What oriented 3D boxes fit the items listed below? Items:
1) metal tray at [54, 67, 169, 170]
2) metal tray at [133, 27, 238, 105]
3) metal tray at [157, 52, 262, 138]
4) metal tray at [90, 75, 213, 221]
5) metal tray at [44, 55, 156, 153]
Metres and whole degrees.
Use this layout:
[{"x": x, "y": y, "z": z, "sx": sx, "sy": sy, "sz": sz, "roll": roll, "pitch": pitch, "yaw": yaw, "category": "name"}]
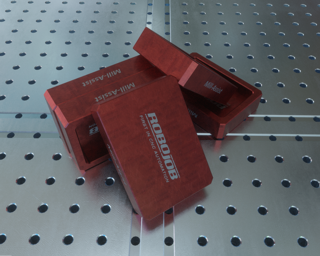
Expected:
[{"x": -0.049, "y": -0.011, "z": 0.372, "sx": 0.131, "sy": 0.089, "sz": 0.030, "roll": -26, "pitch": 55, "yaw": -21, "category": "metal tray"}, {"x": 0.037, "y": -0.076, "z": 0.398, "sx": 0.090, "sy": 0.030, "sz": 0.131, "roll": 43, "pitch": 17, "yaw": 29, "category": "metal tray"}, {"x": 0.066, "y": -0.052, "z": 0.447, "sx": 0.091, "sy": 0.030, "sz": 0.130, "roll": -36, "pitch": 59, "yaw": -27, "category": "metal tray"}, {"x": -0.006, "y": 0.019, "z": 0.331, "sx": 0.091, "sy": 0.129, "sz": 0.030, "roll": -26, "pitch": 13, "yaw": -20, "category": "metal tray"}, {"x": -0.066, "y": -0.029, "z": 0.388, "sx": 0.131, "sy": 0.089, "sz": 0.030, "roll": -26, "pitch": 55, "yaw": -21, "category": "metal tray"}]
